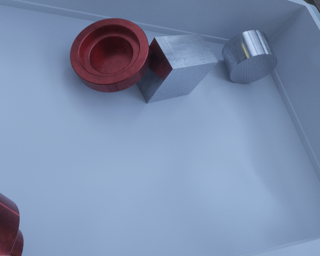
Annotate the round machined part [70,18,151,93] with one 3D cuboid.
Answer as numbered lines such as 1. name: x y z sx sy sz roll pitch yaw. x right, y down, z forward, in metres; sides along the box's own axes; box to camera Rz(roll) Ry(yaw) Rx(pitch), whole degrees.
1. round machined part: -0.061 -0.088 0.399 0.099 0.042 0.098 -2 69 5

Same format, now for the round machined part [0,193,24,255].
1. round machined part: -0.145 0.097 0.234 0.042 0.098 0.098 55 41 -37

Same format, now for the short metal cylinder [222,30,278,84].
1. short metal cylinder: 0.151 -0.119 0.527 0.081 0.080 0.050 2 61 -28

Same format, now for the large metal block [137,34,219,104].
1. large metal block: 0.019 -0.083 0.433 0.081 0.080 0.050 -16 71 -35
